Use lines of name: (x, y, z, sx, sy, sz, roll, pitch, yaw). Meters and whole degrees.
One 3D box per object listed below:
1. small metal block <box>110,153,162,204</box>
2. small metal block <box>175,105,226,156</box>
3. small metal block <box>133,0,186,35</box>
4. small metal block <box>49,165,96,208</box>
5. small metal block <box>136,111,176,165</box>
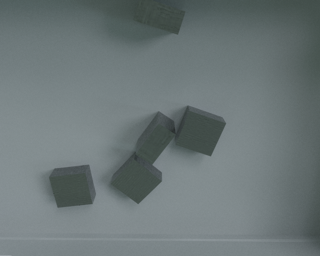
small metal block: (-0.033, 0.070, 0.437, 0.050, 0.025, 0.050, 40, 105, -14)
small metal block: (0.053, 0.004, 0.413, 0.050, 0.025, 0.050, 19, 109, -7)
small metal block: (-0.001, -0.127, 0.351, 0.050, 0.050, 0.025, 16, 109, -6)
small metal block: (-0.123, 0.083, 0.441, 0.050, 0.025, 0.050, -7, 110, 2)
small metal block: (-0.006, 0.012, 0.402, 0.025, 0.050, 0.050, 34, 107, -12)
